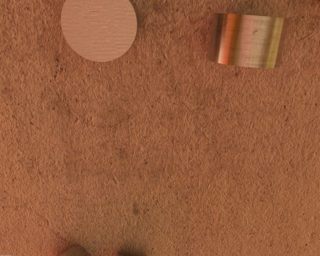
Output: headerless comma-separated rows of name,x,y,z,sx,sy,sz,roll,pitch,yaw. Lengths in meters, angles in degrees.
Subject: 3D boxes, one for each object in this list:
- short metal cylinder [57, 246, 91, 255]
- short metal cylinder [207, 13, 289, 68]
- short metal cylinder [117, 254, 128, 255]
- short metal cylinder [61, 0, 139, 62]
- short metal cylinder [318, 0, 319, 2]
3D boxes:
short metal cylinder,-0.135,0.227,0.463,0.050,0.080,0.080,-32,107,11
short metal cylinder,0.096,-0.099,0.345,0.081,0.080,0.050,4,110,-2
short metal cylinder,-0.050,0.237,0.467,0.050,0.080,0.079,15,110,-5
short metal cylinder,-0.065,-0.119,0.352,0.081,0.050,0.079,0,110,0
short metal cylinder,0.215,-0.171,0.335,0.081,0.050,0.079,0,110,0
